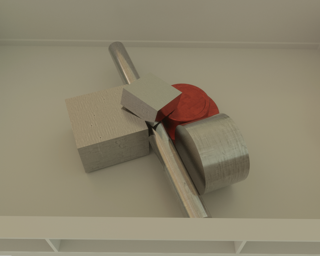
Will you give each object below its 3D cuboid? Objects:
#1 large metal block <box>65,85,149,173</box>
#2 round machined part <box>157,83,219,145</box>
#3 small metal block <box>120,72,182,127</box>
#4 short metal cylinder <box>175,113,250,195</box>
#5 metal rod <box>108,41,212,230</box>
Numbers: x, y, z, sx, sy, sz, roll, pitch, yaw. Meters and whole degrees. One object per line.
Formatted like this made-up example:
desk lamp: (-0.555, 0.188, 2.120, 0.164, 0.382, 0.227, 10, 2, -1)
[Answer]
large metal block: (-0.065, -0.001, 0.384, 0.081, 0.050, 0.080, -16, 52, -13)
round machined part: (0.030, -0.021, 0.410, 0.099, 0.042, 0.098, 0, 50, 0)
small metal block: (-0.010, -0.035, 0.370, 0.050, 0.025, 0.050, 35, 46, 17)
short metal cylinder: (0.055, 0.028, 0.344, 0.050, 0.080, 0.080, -16, 52, -13)
metal rod: (-0.014, -0.015, 0.389, 0.025, 0.025, 0.300, -16, 52, -13)
